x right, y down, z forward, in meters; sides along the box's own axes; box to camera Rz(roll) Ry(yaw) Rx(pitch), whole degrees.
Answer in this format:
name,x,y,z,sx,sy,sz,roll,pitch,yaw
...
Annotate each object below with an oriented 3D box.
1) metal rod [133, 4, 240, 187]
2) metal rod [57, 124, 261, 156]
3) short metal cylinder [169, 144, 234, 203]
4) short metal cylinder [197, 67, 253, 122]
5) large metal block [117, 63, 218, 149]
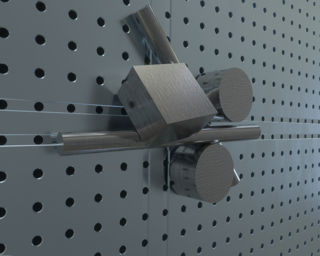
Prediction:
name,x,y,z,sx,sy,sz,roll,pitch,yaw
metal rod,0.047,-0.030,0.445,0.025,0.025,0.299,-46,118,-30
metal rod,0.023,0.011,0.402,0.303,0.025,0.025,-2,92,-34
short metal cylinder,0.059,0.061,0.438,0.081,0.050,0.079,0,90,-40
short metal cylinder,0.096,-0.048,0.469,0.081,0.050,0.079,0,90,-40
large metal block,0.008,-0.030,0.372,0.081,0.050,0.080,-13,64,-39
